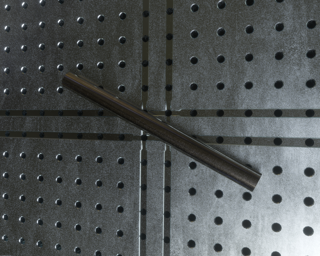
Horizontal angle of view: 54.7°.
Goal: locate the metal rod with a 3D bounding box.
[{"bbox_3d":[-0.010,-0.003,0.415,0.301,0.025,0.025,29,99,17],"label":"metal rod"}]
